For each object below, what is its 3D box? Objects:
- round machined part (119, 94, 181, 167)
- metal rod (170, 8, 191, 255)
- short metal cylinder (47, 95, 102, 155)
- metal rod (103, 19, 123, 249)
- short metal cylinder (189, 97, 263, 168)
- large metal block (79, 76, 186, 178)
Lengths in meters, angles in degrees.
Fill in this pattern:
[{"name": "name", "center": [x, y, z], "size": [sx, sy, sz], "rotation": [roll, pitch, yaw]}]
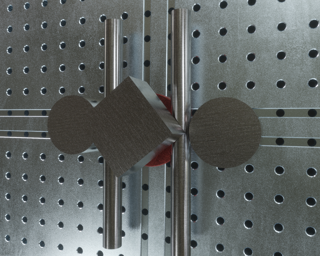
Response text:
[{"name": "round machined part", "center": [-0.014, 0.003, 0.409], "size": [0.098, 0.042, 0.097], "rotation": [0, 90, 20]}, {"name": "metal rod", "center": [0.026, 0.007, 0.381], "size": [0.025, 0.025, 0.298], "rotation": [0, 90, 20]}, {"name": "short metal cylinder", "center": [-0.109, -0.004, 0.438], "size": [0.080, 0.050, 0.080], "rotation": [0, 90, 20]}, {"name": "metal rod", "center": [-0.062, 0.008, 0.412], "size": [0.025, 0.025, 0.298], "rotation": [0, 90, 20]}, {"name": "short metal cylinder", "center": [0.080, 0.005, 0.370], "size": [0.080, 0.050, 0.080], "rotation": [0, 90, 20]}, {"name": "large metal block", "center": [-0.031, -0.001, 0.360], "size": [0.080, 0.050, 0.080], "rotation": [-40, 78, 15]}]
